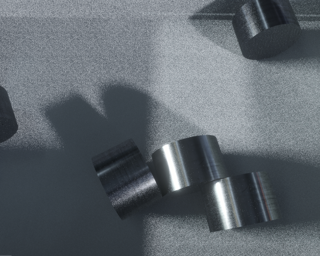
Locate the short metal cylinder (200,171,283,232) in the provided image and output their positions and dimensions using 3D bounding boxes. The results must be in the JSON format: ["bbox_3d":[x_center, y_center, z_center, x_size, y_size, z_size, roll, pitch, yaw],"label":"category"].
[{"bbox_3d":[0.090,0.084,0.350,0.081,0.080,0.050,-10,71,-4],"label":"short metal cylinder"}]

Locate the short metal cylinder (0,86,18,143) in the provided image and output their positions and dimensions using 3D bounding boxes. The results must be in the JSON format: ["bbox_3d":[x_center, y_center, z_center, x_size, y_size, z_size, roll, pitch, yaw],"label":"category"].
[{"bbox_3d":[-0.226,-0.014,0.384,0.080,0.080,0.050,-23,72,-8],"label":"short metal cylinder"}]

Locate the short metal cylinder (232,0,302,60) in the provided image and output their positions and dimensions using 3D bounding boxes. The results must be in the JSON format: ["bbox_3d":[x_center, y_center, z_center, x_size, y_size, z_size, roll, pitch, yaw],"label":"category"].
[{"bbox_3d":[0.147,-0.139,0.432,0.081,0.080,0.050,-11,71,-4],"label":"short metal cylinder"}]

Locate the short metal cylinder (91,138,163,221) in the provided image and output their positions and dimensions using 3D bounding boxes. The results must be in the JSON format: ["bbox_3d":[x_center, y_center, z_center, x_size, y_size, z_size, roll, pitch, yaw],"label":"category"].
[{"bbox_3d":[-0.038,0.058,0.359,0.050,0.080,0.080,-27,72,-9],"label":"short metal cylinder"}]

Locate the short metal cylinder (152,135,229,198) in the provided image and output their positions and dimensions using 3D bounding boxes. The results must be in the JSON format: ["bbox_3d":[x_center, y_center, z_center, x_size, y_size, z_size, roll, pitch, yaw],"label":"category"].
[{"bbox_3d":[0.035,0.047,0.363,0.081,0.080,0.050,-14,71,-5],"label":"short metal cylinder"}]
